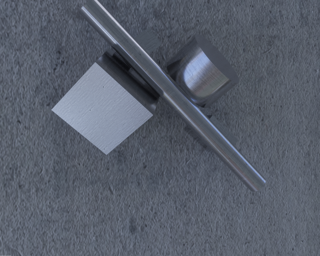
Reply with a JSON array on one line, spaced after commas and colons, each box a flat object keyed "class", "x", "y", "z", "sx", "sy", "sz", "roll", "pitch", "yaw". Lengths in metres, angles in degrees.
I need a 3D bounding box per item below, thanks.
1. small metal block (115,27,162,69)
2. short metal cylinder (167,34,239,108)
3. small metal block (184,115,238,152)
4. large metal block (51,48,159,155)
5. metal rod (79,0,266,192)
[{"class": "small metal block", "x": -0.033, "y": -0.094, "z": 0.386, "sx": 0.050, "sy": 0.050, "sz": 0.025, "roll": -40, "pitch": 103, "yaw": -16}, {"class": "short metal cylinder", "x": 0.055, "y": -0.072, "z": 0.396, "sx": 0.080, "sy": 0.080, "sz": 0.050, "roll": 41, "pitch": 118, "yaw": -16}, {"class": "small metal block", "x": 0.069, "y": 0.009, "z": 0.420, "sx": 0.050, "sy": 0.050, "sz": 0.025, "roll": 43, "pitch": 77, "yaw": -16}, {"class": "large metal block", "x": -0.060, "y": -0.029, "z": 0.357, "sx": 0.080, "sy": 0.050, "sz": 0.080, "roll": 43, "pitch": 117, "yaw": -16}, {"class": "metal rod", "x": 0.025, "y": -0.029, "z": 0.367, "sx": 0.300, "sy": 0.025, "sz": 0.025, "roll": 45, "pitch": 76, "yaw": -15}]
